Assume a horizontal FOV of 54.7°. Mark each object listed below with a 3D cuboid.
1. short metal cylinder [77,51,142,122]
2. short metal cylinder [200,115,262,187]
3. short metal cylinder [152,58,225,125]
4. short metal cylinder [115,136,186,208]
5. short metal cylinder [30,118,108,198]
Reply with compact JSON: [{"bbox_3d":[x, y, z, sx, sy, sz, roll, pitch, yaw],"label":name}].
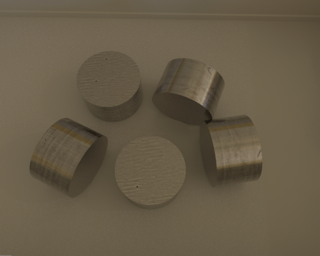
[{"bbox_3d":[-0.065,-0.055,0.414,0.081,0.050,0.080,0,70,0],"label":"short metal cylinder"},{"bbox_3d":[0.081,0.027,0.370,0.050,0.080,0.080,-8,70,-3],"label":"short metal cylinder"},{"bbox_3d":[0.036,-0.044,0.397,0.080,0.080,0.050,20,71,7],"label":"short metal cylinder"},{"bbox_3d":[-0.011,0.055,0.374,0.081,0.050,0.080,0,70,0],"label":"short metal cylinder"},{"bbox_3d":[-0.104,0.034,0.364,0.050,0.080,0.080,26,72,9],"label":"short metal cylinder"}]
